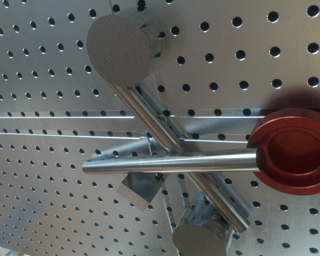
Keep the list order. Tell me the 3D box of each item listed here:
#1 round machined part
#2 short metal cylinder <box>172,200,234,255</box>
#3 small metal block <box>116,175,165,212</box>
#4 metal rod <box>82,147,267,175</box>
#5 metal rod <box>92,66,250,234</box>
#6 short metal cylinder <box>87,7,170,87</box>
[{"bbox_3d":[0.148,0.022,0.336,0.098,0.042,0.097,13,124,21],"label":"round machined part"},{"bbox_3d":[0.065,0.154,0.456,0.080,0.050,0.079,13,124,21],"label":"short metal cylinder"},{"bbox_3d":[-0.029,0.088,0.465,0.050,0.050,0.025,35,129,5],"label":"small metal block"},{"bbox_3d":[-0.007,0.049,0.416,0.300,0.025,0.025,-9,115,41],"label":"metal rod"},{"bbox_3d":[0.019,0.026,0.417,0.300,0.025,0.025,49,129,-7],"label":"metal rod"},{"bbox_3d":[-0.036,-0.093,0.356,0.080,0.050,0.079,13,124,21],"label":"short metal cylinder"}]
